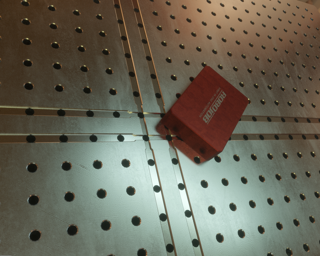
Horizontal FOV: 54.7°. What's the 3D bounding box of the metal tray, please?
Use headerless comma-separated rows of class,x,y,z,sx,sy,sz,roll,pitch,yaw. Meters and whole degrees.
metal tray,0.072,-0.027,0.462,0.090,0.030,0.131,40,51,-2
